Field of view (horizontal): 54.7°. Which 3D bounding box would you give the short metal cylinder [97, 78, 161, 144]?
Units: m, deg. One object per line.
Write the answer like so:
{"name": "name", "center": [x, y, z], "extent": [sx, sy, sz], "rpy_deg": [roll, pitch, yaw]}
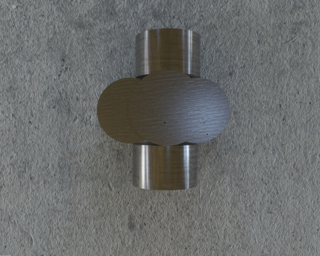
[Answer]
{"name": "short metal cylinder", "center": [-0.036, -0.021, 0.398], "extent": [0.081, 0.050, 0.079], "rpy_deg": [0, 90, -1]}

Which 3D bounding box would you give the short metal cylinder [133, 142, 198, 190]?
{"name": "short metal cylinder", "center": [0.006, 0.044, 0.384], "extent": [0.081, 0.080, 0.050], "rpy_deg": [0, 90, -1]}

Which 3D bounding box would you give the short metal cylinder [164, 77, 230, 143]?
{"name": "short metal cylinder", "center": [0.044, -0.022, 0.399], "extent": [0.081, 0.050, 0.079], "rpy_deg": [0, 90, -1]}

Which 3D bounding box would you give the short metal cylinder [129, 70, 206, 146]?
{"name": "short metal cylinder", "center": [0.008, -0.021, 0.348], "extent": [0.081, 0.050, 0.079], "rpy_deg": [0, 90, -1]}

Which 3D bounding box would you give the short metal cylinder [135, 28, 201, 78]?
{"name": "short metal cylinder", "center": [0.010, -0.086, 0.384], "extent": [0.081, 0.080, 0.050], "rpy_deg": [0, 90, -1]}
